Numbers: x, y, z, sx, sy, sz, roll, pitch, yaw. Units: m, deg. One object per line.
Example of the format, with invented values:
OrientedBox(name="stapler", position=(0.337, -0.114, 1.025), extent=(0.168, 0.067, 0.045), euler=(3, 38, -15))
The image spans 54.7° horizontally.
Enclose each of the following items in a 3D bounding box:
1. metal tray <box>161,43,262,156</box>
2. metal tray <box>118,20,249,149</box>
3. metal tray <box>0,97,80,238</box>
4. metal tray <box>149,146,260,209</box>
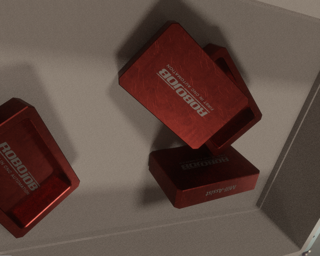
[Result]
OrientedBox(name="metal tray", position=(0.072, -0.034, 0.414), extent=(0.090, 0.030, 0.130), euler=(-40, 122, -1))
OrientedBox(name="metal tray", position=(0.028, -0.047, 0.361), extent=(0.090, 0.030, 0.130), euler=(-44, 112, 12))
OrientedBox(name="metal tray", position=(-0.148, 0.045, 0.323), extent=(0.090, 0.030, 0.129), euler=(-44, 140, -28))
OrientedBox(name="metal tray", position=(0.061, 0.060, 0.438), extent=(0.131, 0.090, 0.030), euler=(-8, 122, -25))
